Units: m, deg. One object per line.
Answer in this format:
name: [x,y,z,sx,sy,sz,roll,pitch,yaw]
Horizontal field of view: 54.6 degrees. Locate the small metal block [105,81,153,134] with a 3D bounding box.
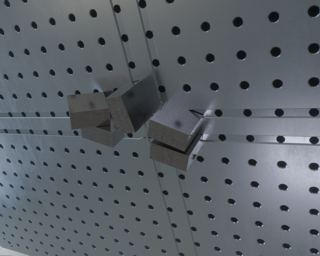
small metal block: [-0.038,-0.027,0.399,0.025,0.050,0.050,-6,116,31]

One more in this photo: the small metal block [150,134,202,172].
small metal block: [0.021,0.024,0.399,0.050,0.050,0.025,18,126,17]

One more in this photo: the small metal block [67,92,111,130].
small metal block: [-0.097,-0.024,0.418,0.050,0.050,0.025,-8,124,-17]

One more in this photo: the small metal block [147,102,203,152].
small metal block: [0.019,-0.003,0.384,0.050,0.050,0.025,22,127,15]

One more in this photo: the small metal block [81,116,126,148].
small metal block: [-0.074,-0.003,0.433,0.050,0.050,0.025,17,125,18]
